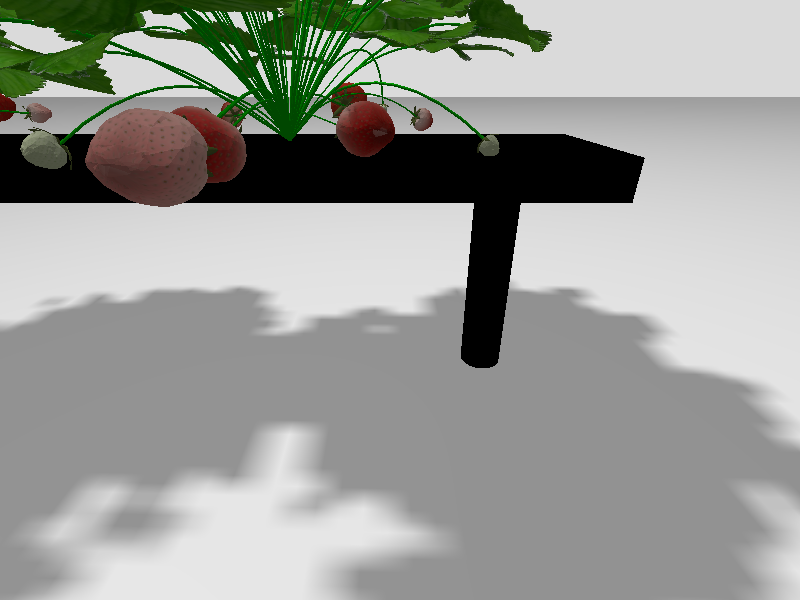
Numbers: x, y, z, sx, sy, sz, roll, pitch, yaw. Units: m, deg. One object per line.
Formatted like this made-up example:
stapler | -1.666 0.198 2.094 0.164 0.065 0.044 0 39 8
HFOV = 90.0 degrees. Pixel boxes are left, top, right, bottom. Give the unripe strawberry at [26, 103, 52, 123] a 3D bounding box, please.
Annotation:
unripe strawberry | -0.422 -0.219 0.469 0.024 0.021 0.022 18 33 31

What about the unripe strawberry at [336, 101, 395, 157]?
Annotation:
unripe strawberry | -0.019 -0.100 0.237 0.035 0.031 0.032 -20 34 -32

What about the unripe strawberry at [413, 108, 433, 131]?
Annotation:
unripe strawberry | 0.023 -0.172 0.382 0.019 0.020 0.018 5 21 -36

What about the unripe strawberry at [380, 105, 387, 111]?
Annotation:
unripe strawberry | -0.021 -0.230 0.485 0.011 0.012 0.013 10 30 18

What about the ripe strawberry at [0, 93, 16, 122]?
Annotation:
ripe strawberry | -0.481 -0.231 0.472 0.043 0.037 0.043 9 29 16

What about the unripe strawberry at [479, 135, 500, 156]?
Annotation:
unripe strawberry | 0.055 -0.094 0.245 0.011 0.012 0.013 -37 -7 -48

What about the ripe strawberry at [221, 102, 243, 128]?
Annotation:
ripe strawberry | -0.175 -0.192 0.414 0.022 0.025 0.024 -21 34 -34

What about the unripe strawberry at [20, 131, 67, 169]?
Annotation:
unripe strawberry | -0.185 -0.077 0.208 0.016 0.018 0.018 19 47 31

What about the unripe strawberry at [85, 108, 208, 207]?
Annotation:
unripe strawberry | -0.085 -0.047 0.135 0.036 0.033 0.033 -1 29 -1

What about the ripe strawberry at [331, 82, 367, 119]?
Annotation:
ripe strawberry | -0.058 -0.232 0.474 0.043 0.045 0.046 5 28 9

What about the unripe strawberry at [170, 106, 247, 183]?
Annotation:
unripe strawberry | -0.086 -0.065 0.170 0.036 0.031 0.036 -1 29 -1
